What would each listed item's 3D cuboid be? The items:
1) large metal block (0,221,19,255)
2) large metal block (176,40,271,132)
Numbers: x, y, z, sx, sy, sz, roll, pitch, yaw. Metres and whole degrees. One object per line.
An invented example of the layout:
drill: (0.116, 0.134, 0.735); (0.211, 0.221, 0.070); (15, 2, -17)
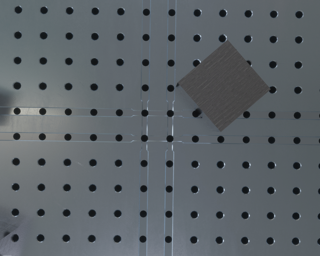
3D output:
large metal block: (-0.245, 0.161, 0.400); (0.080, 0.050, 0.080); (19, 90, 0)
large metal block: (0.078, -0.051, 0.401); (0.080, 0.050, 0.080); (-41, 90, 0)
